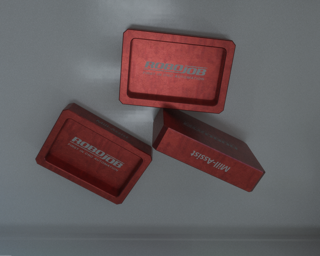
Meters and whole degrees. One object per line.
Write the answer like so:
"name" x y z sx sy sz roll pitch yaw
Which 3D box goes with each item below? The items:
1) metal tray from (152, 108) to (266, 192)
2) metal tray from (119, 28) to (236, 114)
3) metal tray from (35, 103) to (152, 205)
"metal tray" 0.056 0.021 0.385 0.131 0.090 0.030 25 108 -10
"metal tray" 0.019 -0.070 0.383 0.131 0.030 0.089 6 110 -3
"metal tray" -0.087 0.037 0.420 0.130 0.030 0.090 31 107 -11
